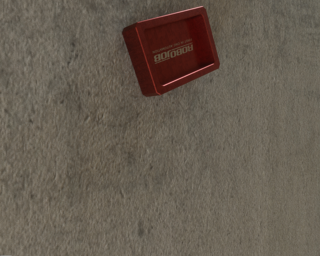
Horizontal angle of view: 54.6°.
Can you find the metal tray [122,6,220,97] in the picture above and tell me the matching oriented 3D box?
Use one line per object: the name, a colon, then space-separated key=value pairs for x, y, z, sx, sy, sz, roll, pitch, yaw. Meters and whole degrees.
metal tray: x=0.021 y=-0.105 z=0.417 sx=0.131 sy=0.030 sz=0.090 roll=-29 pitch=108 yaw=-36
